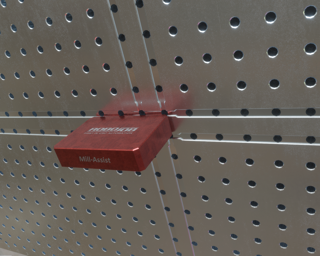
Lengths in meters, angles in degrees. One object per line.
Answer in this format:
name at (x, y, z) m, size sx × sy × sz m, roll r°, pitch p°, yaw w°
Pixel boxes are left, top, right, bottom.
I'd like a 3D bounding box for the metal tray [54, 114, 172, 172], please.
metal tray at (-0.061, 0.017, 0.409) m, size 0.130 × 0.090 × 0.030 m, roll -1°, pitch 118°, yaw 28°
